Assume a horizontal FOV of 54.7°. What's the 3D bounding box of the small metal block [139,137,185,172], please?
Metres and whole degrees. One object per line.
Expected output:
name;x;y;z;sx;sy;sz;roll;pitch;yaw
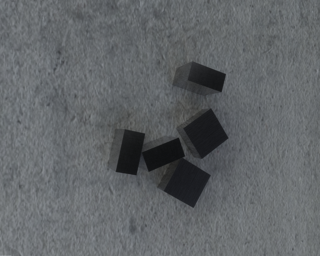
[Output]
small metal block;-0.004;0.032;0.395;0.050;0.050;0.025;-21;98;-19

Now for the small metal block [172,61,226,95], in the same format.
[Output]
small metal block;0.051;-0.065;0.416;0.050;0.050;0.025;16;85;-20

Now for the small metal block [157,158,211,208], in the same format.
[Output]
small metal block;0.033;0.073;0.423;0.050;0.025;0.050;33;79;-18

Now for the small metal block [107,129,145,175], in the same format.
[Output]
small metal block;-0.042;0.028;0.381;0.025;0.050;0.050;13;86;-20

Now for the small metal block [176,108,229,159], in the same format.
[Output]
small metal block;0.059;0.007;0.432;0.050;0.025;0.050;-35;102;-17
